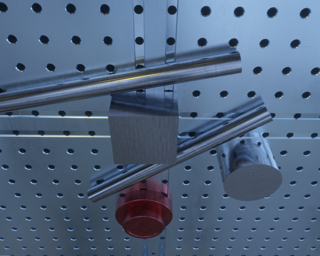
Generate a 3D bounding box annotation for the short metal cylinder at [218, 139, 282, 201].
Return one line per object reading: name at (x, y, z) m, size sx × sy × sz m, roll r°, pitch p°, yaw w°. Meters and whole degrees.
short metal cylinder at (0.129, 0.061, 0.450) m, size 0.081 × 0.050 × 0.079 m, roll 0°, pitch 130°, yaw 0°

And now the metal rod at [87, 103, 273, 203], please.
metal rod at (0.015, 0.044, 0.449) m, size 0.300 × 0.025 × 0.025 m, roll -28°, pitch 125°, yaw 21°

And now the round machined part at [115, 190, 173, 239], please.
round machined part at (-0.028, 0.153, 0.531) m, size 0.099 × 0.042 × 0.097 m, roll -1°, pitch 130°, yaw 0°

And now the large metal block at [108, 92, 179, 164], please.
large metal block at (-0.019, 0.001, 0.396) m, size 0.081 × 0.050 × 0.079 m, roll 0°, pitch 130°, yaw -1°

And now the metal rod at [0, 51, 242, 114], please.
metal rod at (-0.058, -0.052, 0.366) m, size 0.302 × 0.025 × 0.025 m, roll -9°, pitch 130°, yaw 6°
